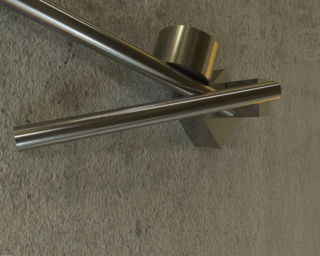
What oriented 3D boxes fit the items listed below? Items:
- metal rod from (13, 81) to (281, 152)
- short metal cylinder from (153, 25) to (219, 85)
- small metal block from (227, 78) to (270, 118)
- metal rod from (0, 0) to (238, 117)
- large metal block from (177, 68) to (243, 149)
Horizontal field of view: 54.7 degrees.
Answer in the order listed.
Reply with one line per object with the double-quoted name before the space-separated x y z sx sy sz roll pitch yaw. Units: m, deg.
"metal rod" 0.004 -0.018 0.342 0.302 0.025 0.025 -12 98 -19
"short metal cylinder" 0.030 -0.087 0.399 0.080 0.080 0.050 26 74 -37
"small metal block" 0.120 -0.040 0.424 0.025 0.050 0.050 -5 94 -40
"metal rod" -0.030 -0.078 0.345 0.302 0.025 0.025 23 75 -26
"large metal block" 0.072 -0.028 0.451 0.080 0.050 0.080 -48 119 -28
